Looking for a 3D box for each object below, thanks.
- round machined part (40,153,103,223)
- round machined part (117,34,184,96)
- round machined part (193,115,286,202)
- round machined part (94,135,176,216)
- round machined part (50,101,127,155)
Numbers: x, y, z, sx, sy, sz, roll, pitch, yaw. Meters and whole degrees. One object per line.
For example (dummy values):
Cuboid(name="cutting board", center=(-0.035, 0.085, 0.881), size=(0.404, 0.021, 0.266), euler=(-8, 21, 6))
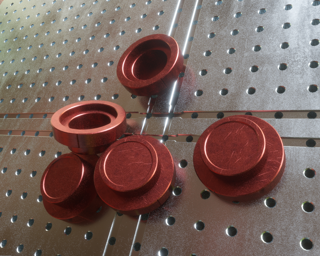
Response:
Cuboid(name="round machined part", center=(-0.118, 0.072, 0.413), size=(0.098, 0.042, 0.098), euler=(-13, 56, 20))
Cuboid(name="round machined part", center=(-0.011, -0.087, 0.455), size=(0.098, 0.042, 0.098), euler=(-13, 56, 20))
Cuboid(name="round machined part", center=(0.082, 0.027, 0.337), size=(0.098, 0.042, 0.098), euler=(-13, 56, 20))
Cuboid(name="round machined part", center=(-0.032, 0.050, 0.369), size=(0.098, 0.042, 0.098), euler=(-5, 58, 9))
Cuboid(name="round machined part", center=(-0.095, 0.001, 0.424), size=(0.099, 0.042, 0.098), euler=(0, 30, 0))
